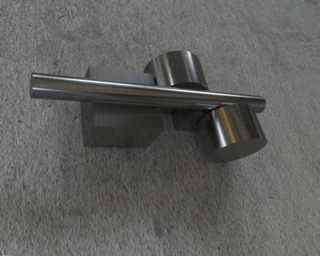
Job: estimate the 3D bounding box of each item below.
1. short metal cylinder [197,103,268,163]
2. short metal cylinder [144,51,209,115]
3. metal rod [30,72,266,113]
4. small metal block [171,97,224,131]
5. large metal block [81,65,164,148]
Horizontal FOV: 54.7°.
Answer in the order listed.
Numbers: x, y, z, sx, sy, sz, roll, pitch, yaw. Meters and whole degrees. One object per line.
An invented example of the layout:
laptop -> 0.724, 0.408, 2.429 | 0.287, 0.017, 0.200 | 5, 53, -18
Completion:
short metal cylinder -> 0.096, 0.009, 0.418 | 0.081, 0.080, 0.050 | 0, 62, -29
short metal cylinder -> 0.022, -0.059, 0.420 | 0.081, 0.080, 0.050 | 2, 61, -28
metal rod -> 0.009, -0.037, 0.369 | 0.303, 0.025, 0.025 | 2, 61, -29
small metal block -> 0.051, -0.018, 0.428 | 0.050, 0.050, 0.025 | 1, 62, -28
large metal block -> -0.049, -0.023, 0.374 | 0.081, 0.050, 0.080 | 3, 60, -27
